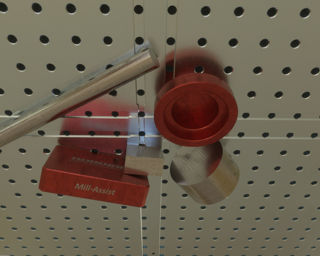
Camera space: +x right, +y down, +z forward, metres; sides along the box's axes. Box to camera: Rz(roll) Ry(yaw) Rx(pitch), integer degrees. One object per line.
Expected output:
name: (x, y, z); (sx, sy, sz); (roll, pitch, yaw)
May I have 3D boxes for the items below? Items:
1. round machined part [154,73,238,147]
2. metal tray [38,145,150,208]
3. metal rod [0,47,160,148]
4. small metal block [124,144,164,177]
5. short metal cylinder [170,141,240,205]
round machined part: (0.042, -0.026, 0.379); (0.099, 0.042, 0.097); (-1, 130, 0)
metal tray: (-0.084, 0.063, 0.418); (0.131, 0.090, 0.030); (12, 103, -11)
metal rod: (-0.137, -0.022, 0.391); (0.300, 0.025, 0.025); (-24, 127, 18)
small metal block: (-0.022, 0.044, 0.429); (0.050, 0.050, 0.025); (6, 103, -6)
short metal cylinder: (0.061, 0.057, 0.426); (0.080, 0.080, 0.050); (-27, 125, 21)
